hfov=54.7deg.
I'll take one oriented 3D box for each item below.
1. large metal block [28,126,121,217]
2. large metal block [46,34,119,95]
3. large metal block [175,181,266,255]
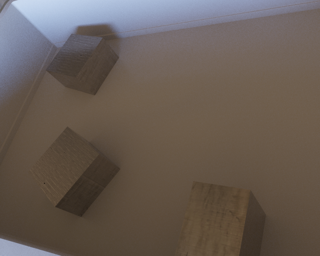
[{"bbox_3d":[-0.115,0.057,0.415,0.080,0.050,0.080,33,80,38],"label":"large metal block"},{"bbox_3d":[-0.131,-0.109,0.526,0.080,0.050,0.080,18,71,35],"label":"large metal block"},{"bbox_3d":[0.057,0.102,0.278,0.050,0.080,0.080,4,64,30],"label":"large metal block"}]
